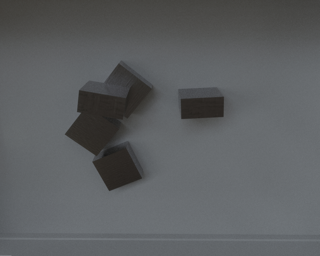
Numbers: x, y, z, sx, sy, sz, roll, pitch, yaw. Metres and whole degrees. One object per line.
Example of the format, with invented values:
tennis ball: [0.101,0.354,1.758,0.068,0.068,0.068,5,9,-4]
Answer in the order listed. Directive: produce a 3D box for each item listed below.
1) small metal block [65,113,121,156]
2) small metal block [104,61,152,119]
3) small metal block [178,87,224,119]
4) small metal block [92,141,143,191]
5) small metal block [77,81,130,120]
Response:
small metal block: [-0.088,0.000,0.410,0.050,0.025,0.050,37,106,-13]
small metal block: [-0.045,-0.049,0.393,0.050,0.025,0.050,37,106,-13]
small metal block: [0.050,-0.032,0.387,0.050,0.050,0.025,-3,110,0]
small metal block: [-0.058,0.053,0.430,0.050,0.025,0.050,-22,109,7]
small metal block: [-0.063,-0.033,0.358,0.050,0.050,0.025,10,110,-4]
